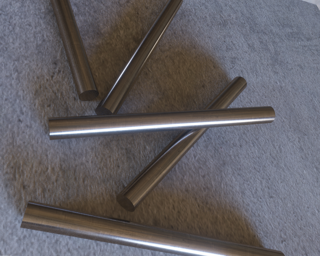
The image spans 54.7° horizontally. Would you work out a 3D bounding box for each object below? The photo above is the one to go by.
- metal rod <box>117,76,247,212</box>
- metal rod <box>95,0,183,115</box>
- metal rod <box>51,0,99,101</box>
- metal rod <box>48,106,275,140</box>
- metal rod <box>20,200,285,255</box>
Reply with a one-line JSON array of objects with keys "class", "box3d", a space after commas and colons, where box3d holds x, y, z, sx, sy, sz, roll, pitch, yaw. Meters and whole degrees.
[{"class": "metal rod", "box3d": [0.049, 0.003, 0.430, 0.025, 0.025, 0.302, 45, 51, 3]}, {"class": "metal rod", "box3d": [-0.019, -0.125, 0.471, 0.025, 0.025, 0.301, 31, 51, -9]}, {"class": "metal rod", "box3d": [-0.138, -0.171, 0.434, 0.025, 0.025, 0.299, -8, 66, -32]}, {"class": "metal rod", "box3d": [0.019, -0.009, 0.395, 0.303, 0.025, 0.025, -4, 64, -22]}, {"class": "metal rod", "box3d": [0.011, 0.123, 0.336, 0.302, 0.025, 0.025, 17, 55, -19]}]
